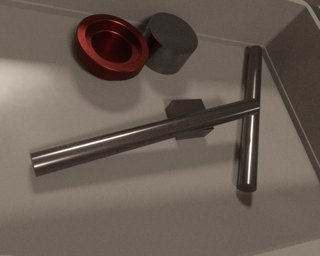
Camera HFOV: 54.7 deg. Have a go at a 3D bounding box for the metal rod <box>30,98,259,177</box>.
[{"bbox_3d":[0.003,0.003,0.381,0.303,0.025,0.025,-15,70,-26],"label":"metal rod"}]

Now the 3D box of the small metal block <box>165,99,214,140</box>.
[{"bbox_3d":[0.041,-0.013,0.437,0.050,0.025,0.050,-5,65,-31],"label":"small metal block"}]

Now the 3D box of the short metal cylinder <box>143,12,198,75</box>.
[{"bbox_3d":[0.011,-0.129,0.476,0.081,0.050,0.080,14,56,-21],"label":"short metal cylinder"}]

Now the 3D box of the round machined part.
[{"bbox_3d":[-0.068,-0.104,0.423,0.099,0.042,0.098,14,56,-21],"label":"round machined part"}]

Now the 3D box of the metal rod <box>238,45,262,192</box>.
[{"bbox_3d":[0.152,-0.034,0.510,0.025,0.025,0.300,26,52,-13],"label":"metal rod"}]
